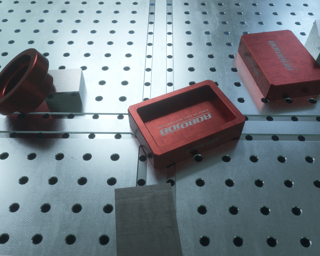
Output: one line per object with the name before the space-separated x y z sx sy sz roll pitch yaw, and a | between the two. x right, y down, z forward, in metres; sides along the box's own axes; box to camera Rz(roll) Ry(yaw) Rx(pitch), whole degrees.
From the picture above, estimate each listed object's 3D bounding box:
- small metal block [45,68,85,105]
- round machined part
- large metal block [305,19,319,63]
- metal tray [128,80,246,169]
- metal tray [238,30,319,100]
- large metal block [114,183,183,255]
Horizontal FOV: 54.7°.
small metal block | -0.141 -0.061 0.458 0.050 0.025 0.050 -4 50 -3
round machined part | -0.186 -0.058 0.425 0.098 0.042 0.098 -21 48 26
large metal block | 0.288 -0.127 0.500 0.080 0.050 0.080 9 51 7
metal tray | 0.034 -0.010 0.412 0.131 0.030 0.090 -20 53 -17
metal tray | 0.190 -0.104 0.493 0.091 0.030 0.130 -8 51 -7
large metal block | -0.010 0.107 0.282 0.050 0.080 0.080 -6 50 -5
